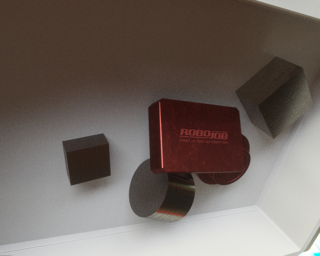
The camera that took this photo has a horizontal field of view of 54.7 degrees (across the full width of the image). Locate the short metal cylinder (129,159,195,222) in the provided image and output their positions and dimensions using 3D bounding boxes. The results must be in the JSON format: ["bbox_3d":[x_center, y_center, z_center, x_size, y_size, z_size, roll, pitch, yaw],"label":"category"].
[{"bbox_3d":[0.002,0.086,0.429,0.050,0.080,0.080,24,106,-37],"label":"short metal cylinder"}]

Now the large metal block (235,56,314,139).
[{"bbox_3d":[0.172,-0.044,0.462,0.080,0.050,0.080,-41,130,-1],"label":"large metal block"}]

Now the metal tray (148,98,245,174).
[{"bbox_3d":[0.050,0.014,0.409,0.131,0.030,0.090,4,77,-30],"label":"metal tray"}]

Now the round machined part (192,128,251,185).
[{"bbox_3d":[0.102,0.051,0.487,0.099,0.042,0.097,-14,125,-21],"label":"round machined part"}]

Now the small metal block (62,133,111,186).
[{"bbox_3d":[-0.090,0.038,0.384,0.050,0.025,0.050,-12,124,-23],"label":"small metal block"}]
